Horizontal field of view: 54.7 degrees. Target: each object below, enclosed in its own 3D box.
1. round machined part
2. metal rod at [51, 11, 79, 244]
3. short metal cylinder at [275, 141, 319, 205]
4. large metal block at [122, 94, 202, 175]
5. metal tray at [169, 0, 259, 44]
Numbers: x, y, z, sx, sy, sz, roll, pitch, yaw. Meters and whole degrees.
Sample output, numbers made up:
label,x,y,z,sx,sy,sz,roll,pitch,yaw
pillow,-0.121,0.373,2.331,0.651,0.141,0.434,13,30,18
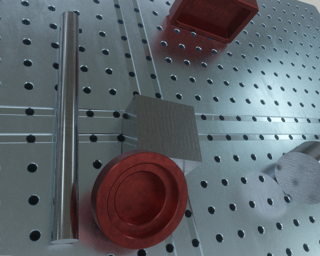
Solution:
label,x,y,z,sx,sy,sz,roll,pitch,yaw
round machined part,-0.023,0.071,0.325,0.099,0.042,0.097,-2,94,-26
metal rod,-0.108,-0.023,0.364,0.025,0.025,0.299,7,59,-25
short metal cylinder,0.219,0.064,0.455,0.050,0.080,0.080,-21,73,-36
large metal block,0.000,0.012,0.385,0.081,0.050,0.080,10,55,-23
metal tray,0.093,-0.206,0.544,0.131,0.090,0.030,12,57,-22
